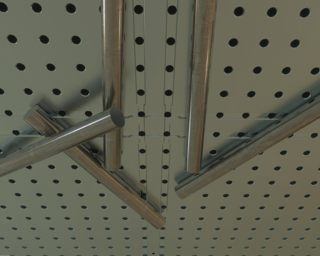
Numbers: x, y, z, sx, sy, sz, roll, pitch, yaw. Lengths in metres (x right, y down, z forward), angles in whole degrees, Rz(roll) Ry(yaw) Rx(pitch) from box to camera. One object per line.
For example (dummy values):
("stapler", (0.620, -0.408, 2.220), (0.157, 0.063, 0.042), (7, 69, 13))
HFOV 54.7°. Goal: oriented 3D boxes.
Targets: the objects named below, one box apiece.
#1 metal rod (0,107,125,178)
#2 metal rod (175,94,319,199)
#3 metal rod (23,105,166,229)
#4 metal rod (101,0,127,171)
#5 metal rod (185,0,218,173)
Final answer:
("metal rod", (-0.172, 0.036, 0.412), (0.300, 0.025, 0.025), (-21, 128, 27))
("metal rod", (0.138, 0.022, 0.432), (0.025, 0.025, 0.299), (37, 121, -27))
("metal rod", (-0.082, 0.075, 0.474), (0.025, 0.025, 0.300), (-27, 126, 20))
("metal rod", (-0.055, -0.059, 0.360), (0.025, 0.025, 0.298), (4, 130, -4))
("metal rod", (0.046, -0.055, 0.365), (0.025, 0.025, 0.298), (-1, 130, 0))
